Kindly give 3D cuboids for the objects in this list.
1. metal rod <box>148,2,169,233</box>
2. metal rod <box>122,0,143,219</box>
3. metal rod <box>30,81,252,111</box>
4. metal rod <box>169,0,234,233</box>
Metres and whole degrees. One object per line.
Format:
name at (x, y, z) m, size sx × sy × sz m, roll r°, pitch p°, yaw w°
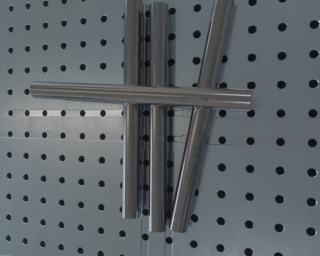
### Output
metal rod at (-0.002, -0.014, 0.413) m, size 0.025 × 0.025 × 0.298 m, roll 0°, pitch 90°, yaw 20°
metal rod at (-0.038, -0.028, 0.426) m, size 0.025 × 0.025 × 0.298 m, roll 1°, pitch 90°, yaw 20°
metal rod at (-0.039, -0.043, 0.398) m, size 0.301 × 0.025 × 0.025 m, roll 5°, pitch 92°, yaw 20°
metal rod at (0.052, -0.015, 0.394) m, size 0.025 × 0.025 × 0.298 m, roll 12°, pitch 94°, yaw 19°
